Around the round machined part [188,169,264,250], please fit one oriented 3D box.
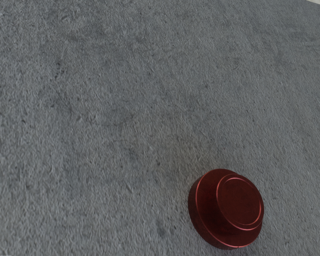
[{"bbox_3d":[0.087,0.095,0.381,0.099,0.042,0.098,13,56,-21],"label":"round machined part"}]
